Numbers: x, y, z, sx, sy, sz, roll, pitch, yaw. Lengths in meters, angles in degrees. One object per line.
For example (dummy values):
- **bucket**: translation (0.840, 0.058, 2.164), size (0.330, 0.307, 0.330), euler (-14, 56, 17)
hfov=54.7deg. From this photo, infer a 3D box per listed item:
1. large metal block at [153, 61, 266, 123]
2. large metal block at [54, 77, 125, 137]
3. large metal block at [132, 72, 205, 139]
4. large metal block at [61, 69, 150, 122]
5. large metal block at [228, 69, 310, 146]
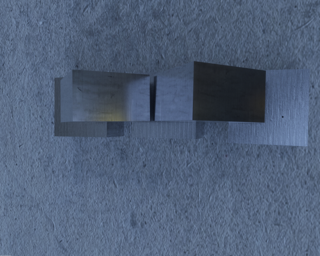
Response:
- **large metal block**: translation (0.047, -0.031, 0.313), size (0.080, 0.081, 0.050), euler (2, 90, 64)
- **large metal block**: translation (-0.097, -0.028, 0.430), size (0.080, 0.050, 0.079), euler (0, 90, 19)
- **large metal block**: translation (0.012, -0.028, 0.392), size (0.080, 0.050, 0.079), euler (1, 90, 19)
- **large metal block**: translation (-0.065, -0.032, 0.349), size (0.081, 0.080, 0.050), euler (-1, 91, -26)
- **large metal block**: translation (0.123, -0.022, 0.354), size (0.080, 0.050, 0.079), euler (2, 91, 19)
